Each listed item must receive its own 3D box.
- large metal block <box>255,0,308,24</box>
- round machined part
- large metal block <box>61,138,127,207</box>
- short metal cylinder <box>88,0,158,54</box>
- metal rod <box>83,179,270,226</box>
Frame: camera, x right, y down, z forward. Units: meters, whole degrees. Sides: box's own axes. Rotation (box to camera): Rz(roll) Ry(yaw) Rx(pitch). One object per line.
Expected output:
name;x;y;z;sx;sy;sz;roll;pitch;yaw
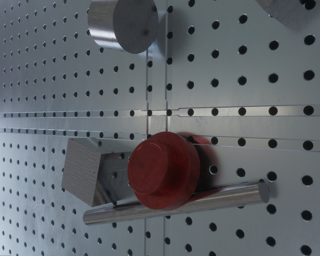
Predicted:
large metal block;0.118;-0.163;0.296;0.080;0.050;0.080;-42;65;32
round machined part;-0.003;0.051;0.383;0.098;0.042;0.098;-19;61;39
large metal block;-0.103;0.064;0.478;0.080;0.050;0.079;19;102;38
short metal cylinder;-0.048;-0.142;0.413;0.050;0.081;0.079;19;102;38
metal rod;-0.004;0.106;0.412;0.299;0.025;0.025;-20;77;38
